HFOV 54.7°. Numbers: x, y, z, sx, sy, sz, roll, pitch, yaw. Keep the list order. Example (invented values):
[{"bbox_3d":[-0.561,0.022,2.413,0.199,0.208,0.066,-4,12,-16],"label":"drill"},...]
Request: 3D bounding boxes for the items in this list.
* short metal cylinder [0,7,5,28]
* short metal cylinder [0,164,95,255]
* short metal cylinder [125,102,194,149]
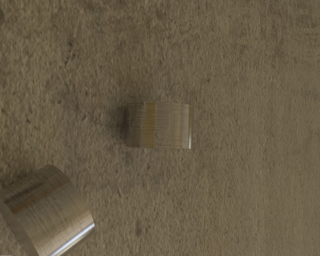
[{"bbox_3d":[-0.168,-0.084,0.229,0.080,0.080,0.050,35,69,-35],"label":"short metal cylinder"},{"bbox_3d":[-0.105,0.080,0.282,0.050,0.080,0.080,-32,111,-36],"label":"short metal cylinder"},{"bbox_3d":[0.000,-0.002,0.371,0.081,0.080,0.050,3,89,-40],"label":"short metal cylinder"}]
